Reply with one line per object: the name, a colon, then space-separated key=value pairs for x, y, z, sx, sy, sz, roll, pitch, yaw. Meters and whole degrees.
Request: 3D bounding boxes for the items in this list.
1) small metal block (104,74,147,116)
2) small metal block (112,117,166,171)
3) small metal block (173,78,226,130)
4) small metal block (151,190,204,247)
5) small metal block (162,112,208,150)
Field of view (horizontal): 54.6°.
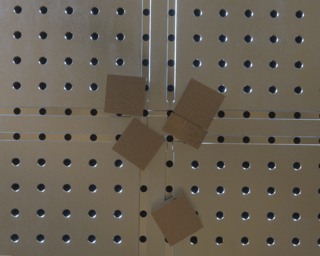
small metal block: x=-0.045 y=-0.043 z=0.413 sx=0.050 sy=0.025 sz=0.050 roll=5 pitch=90 yaw=0
small metal block: x=-0.027 y=0.021 z=0.413 sx=0.050 sy=0.025 sz=0.050 roll=35 pitch=90 yaw=0
small metal block: x=0.051 y=-0.031 z=0.414 sx=0.050 sy=0.025 sz=0.050 roll=28 pitch=90 yaw=0
small metal block: x=0.023 y=0.120 z=0.414 sx=0.050 sy=0.025 sz=0.050 roll=-31 pitch=90 yaw=0
small metal block: x=0.030 y=0.003 z=0.401 sx=0.050 sy=0.050 sz=0.025 roll=29 pitch=90 yaw=0
